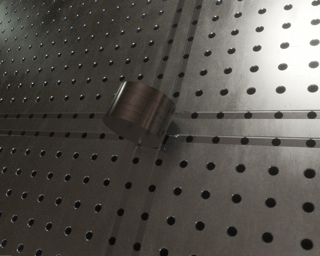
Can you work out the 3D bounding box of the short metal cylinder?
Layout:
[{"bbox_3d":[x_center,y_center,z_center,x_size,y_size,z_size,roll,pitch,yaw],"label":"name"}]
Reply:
[{"bbox_3d":[-0.025,-0.016,0.395,0.080,0.080,0.050,11,67,32],"label":"short metal cylinder"}]
